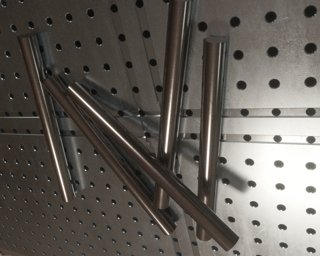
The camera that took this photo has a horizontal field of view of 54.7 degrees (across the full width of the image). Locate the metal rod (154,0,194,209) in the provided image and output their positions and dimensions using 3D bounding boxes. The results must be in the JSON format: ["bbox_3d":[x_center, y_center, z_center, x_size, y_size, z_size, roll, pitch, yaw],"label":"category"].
[{"bbox_3d":[0.012,-0.008,0.398,0.025,0.025,0.298,17,125,18],"label":"metal rod"}]

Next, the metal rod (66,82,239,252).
[{"bbox_3d":[-0.016,0.045,0.415,0.300,0.025,0.025,43,129,10],"label":"metal rod"}]

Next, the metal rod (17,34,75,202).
[{"bbox_3d":[-0.177,0.001,0.502,0.025,0.025,0.298,11,123,22],"label":"metal rod"}]

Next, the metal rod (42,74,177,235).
[{"bbox_3d":[-0.072,0.047,0.475,0.025,0.025,0.299,-29,103,37],"label":"metal rod"}]

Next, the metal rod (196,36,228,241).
[{"bbox_3d":[0.063,0.036,0.399,0.025,0.025,0.298,11,123,22],"label":"metal rod"}]
